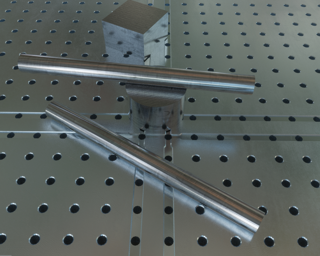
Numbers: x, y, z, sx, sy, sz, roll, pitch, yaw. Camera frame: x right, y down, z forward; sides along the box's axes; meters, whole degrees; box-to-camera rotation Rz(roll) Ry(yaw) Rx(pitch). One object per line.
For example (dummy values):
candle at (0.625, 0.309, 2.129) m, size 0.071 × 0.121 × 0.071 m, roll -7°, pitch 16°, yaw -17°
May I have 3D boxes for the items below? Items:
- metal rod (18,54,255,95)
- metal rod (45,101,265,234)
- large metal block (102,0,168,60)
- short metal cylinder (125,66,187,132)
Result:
metal rod at (-0.033, -0.070, 0.400) m, size 0.302 × 0.025 × 0.025 m, roll 6°, pitch 50°, yaw 5°
metal rod at (-0.022, 0.037, 0.376) m, size 0.301 × 0.025 × 0.025 m, roll 27°, pitch 55°, yaw 20°
large metal block at (-0.041, -0.171, 0.535) m, size 0.080 × 0.050 × 0.080 m, roll 24°, pitch 54°, yaw 18°
short metal cylinder at (-0.005, -0.041, 0.425) m, size 0.081 × 0.050 × 0.080 m, roll 1°, pitch 50°, yaw 0°
